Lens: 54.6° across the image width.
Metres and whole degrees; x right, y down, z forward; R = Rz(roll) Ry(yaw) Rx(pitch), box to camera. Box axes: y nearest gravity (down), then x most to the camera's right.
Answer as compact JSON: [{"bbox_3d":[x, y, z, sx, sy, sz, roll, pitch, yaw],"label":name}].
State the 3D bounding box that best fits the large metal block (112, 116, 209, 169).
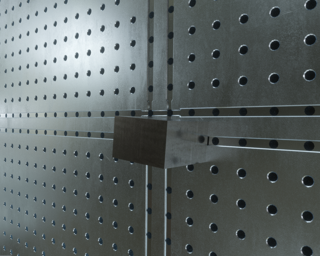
[{"bbox_3d":[0.001,0.014,0.373,0.080,0.081,0.050,7,94,40],"label":"large metal block"}]
